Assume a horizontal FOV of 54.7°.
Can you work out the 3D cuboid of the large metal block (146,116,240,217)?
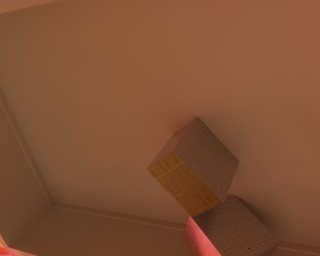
[{"bbox_3d":[0.043,0.045,0.379,0.080,0.080,0.050,47,129,-5],"label":"large metal block"}]

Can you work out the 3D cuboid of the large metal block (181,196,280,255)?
[{"bbox_3d":[0.088,0.144,0.396,0.080,0.081,0.050,48,138,39],"label":"large metal block"}]
